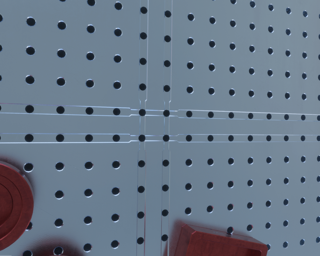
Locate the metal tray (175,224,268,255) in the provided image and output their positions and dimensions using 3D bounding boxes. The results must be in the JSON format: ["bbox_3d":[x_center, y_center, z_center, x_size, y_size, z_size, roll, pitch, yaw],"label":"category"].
[{"bbox_3d":[0.085,0.197,0.443,0.131,0.030,0.090,18,84,-20],"label":"metal tray"}]

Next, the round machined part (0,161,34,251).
[{"bbox_3d":[-0.189,0.082,0.334,0.099,0.042,0.097,0,90,-21],"label":"round machined part"}]
